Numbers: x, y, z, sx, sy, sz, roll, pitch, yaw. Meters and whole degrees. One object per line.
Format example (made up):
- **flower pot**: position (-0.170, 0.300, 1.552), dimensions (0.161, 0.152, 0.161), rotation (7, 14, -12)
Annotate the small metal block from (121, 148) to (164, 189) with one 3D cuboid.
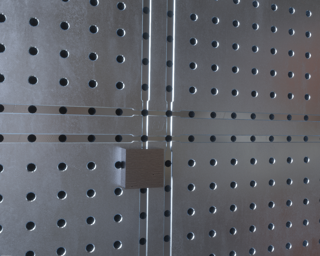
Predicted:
- **small metal block**: position (-0.023, 0.051, 0.404), dimensions (0.050, 0.025, 0.050), rotation (1, 90, -20)
